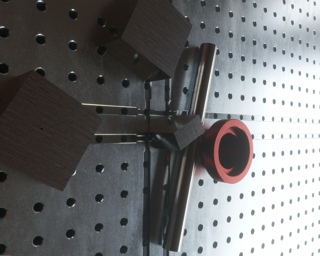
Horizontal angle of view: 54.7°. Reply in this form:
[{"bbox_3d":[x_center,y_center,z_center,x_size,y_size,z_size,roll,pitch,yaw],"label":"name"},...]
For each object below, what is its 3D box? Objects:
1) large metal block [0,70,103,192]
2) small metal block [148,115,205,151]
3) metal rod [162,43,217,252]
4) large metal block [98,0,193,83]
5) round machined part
[{"bbox_3d":[-0.116,0.004,0.296,0.080,0.050,0.080,39,67,-33],"label":"large metal block"},{"bbox_3d":[0.022,0.005,0.411,0.050,0.050,0.025,-35,112,-35],"label":"small metal block"},{"bbox_3d":[0.045,0.021,0.446,0.025,0.025,0.299,19,78,-39],"label":"metal rod"},{"bbox_3d":[-0.016,-0.113,0.379,0.080,0.050,0.080,33,70,-35],"label":"large metal block"},{"bbox_3d":[0.099,0.035,0.481,0.099,0.042,0.097,0,90,-40],"label":"round machined part"}]
